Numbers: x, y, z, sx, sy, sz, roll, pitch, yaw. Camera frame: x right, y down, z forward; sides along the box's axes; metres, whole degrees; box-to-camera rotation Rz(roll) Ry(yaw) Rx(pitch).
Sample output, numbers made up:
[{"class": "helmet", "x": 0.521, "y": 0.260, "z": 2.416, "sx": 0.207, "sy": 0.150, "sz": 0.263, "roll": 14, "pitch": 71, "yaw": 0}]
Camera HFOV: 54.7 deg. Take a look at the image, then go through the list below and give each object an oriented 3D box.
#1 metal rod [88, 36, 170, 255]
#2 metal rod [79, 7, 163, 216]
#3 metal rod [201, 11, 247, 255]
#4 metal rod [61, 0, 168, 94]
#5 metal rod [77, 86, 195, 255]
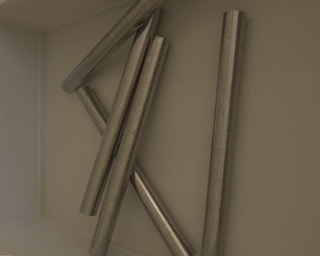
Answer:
[{"class": "metal rod", "x": -0.042, "y": 0.027, "z": 0.411, "sx": 0.025, "sy": 0.025, "sz": 0.298, "roll": 19, "pitch": 93, "yaw": 38}, {"class": "metal rod", "x": -0.055, "y": -0.022, "z": 0.425, "sx": 0.025, "sy": 0.025, "sz": 0.298, "roll": 23, "pitch": 97, "yaw": 37}, {"class": "metal rod", "x": 0.070, "y": 0.024, "z": 0.347, "sx": 0.025, "sy": 0.025, "sz": 0.298, "roll": 8, "pitch": 95, "yaw": 39}, {"class": "metal rod", "x": -0.066, "y": -0.120, "z": 0.430, "sx": 0.299, "sy": 0.025, "sz": 0.025, "roll": -28, "pitch": 73, "yaw": 45}, {"class": "metal rod", "x": -0.046, "y": 0.050, "z": 0.442, "sx": 0.025, "sy": 0.025, "sz": 0.299, "roll": -50, "pitch": 61, "yaw": 28}]
